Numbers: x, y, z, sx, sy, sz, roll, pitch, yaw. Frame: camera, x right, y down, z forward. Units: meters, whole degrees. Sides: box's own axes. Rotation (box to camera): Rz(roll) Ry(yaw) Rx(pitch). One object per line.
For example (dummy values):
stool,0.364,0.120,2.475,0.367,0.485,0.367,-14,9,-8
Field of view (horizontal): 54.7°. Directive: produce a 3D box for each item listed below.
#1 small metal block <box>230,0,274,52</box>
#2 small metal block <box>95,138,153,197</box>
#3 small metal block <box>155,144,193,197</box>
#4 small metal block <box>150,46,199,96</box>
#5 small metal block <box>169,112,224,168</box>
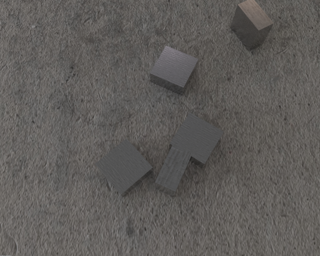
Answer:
small metal block,0.132,-0.149,0.450,0.025,0.050,0.050,-28,73,-10
small metal block,-0.044,0.050,0.389,0.050,0.025,0.050,-40,75,-13
small metal block,0.016,0.053,0.376,0.025,0.050,0.050,23,72,8
small metal block,0.020,-0.081,0.438,0.050,0.025,0.050,25,72,8
small metal block,0.047,0.016,0.402,0.050,0.025,0.050,31,73,10
